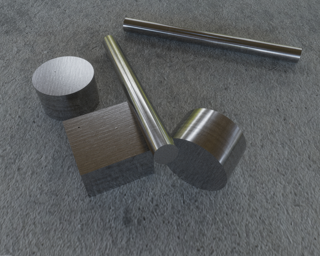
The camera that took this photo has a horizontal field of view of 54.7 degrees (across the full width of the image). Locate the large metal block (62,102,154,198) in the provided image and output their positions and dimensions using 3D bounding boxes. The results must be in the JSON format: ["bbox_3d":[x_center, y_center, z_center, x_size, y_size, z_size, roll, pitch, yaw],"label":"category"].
[{"bbox_3d":[-0.060,0.023,0.367,0.081,0.050,0.080,-19,53,-16],"label":"large metal block"}]

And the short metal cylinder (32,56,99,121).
[{"bbox_3d":[-0.129,-0.055,0.432,0.081,0.050,0.080,0,50,0],"label":"short metal cylinder"}]

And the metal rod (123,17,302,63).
[{"bbox_3d":[0.082,-0.152,0.531,0.301,0.025,0.025,14,51,11],"label":"metal rod"}]

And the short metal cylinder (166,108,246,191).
[{"bbox_3d":[0.048,0.025,0.347,0.080,0.080,0.050,26,55,20],"label":"short metal cylinder"}]

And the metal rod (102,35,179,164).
[{"bbox_3d":[-0.040,-0.060,0.411,0.025,0.025,0.300,-14,39,-12],"label":"metal rod"}]
